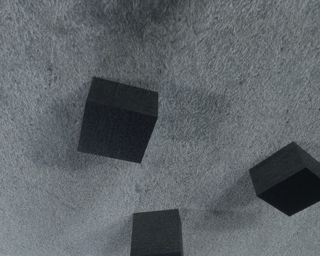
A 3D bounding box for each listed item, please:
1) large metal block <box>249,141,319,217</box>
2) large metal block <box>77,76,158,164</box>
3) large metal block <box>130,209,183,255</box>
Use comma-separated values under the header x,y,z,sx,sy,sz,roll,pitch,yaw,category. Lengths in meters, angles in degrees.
x,y,z,sx,sy,sz,roll,pitch,yaw,category
0.195,0.078,0.459,0.080,0.050,0.080,33,123,-25,large metal block
-0.052,-0.008,0.383,0.081,0.050,0.079,13,129,-11,large metal block
-0.004,0.191,0.534,0.080,0.080,0.050,-7,130,6,large metal block
